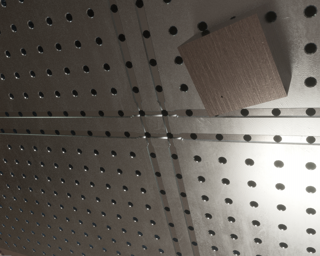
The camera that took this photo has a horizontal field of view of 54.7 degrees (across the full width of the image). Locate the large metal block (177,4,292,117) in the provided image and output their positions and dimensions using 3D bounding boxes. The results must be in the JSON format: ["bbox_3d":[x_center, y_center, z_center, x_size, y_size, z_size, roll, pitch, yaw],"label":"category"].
[{"bbox_3d":[0.077,-0.066,0.313,0.080,0.050,0.080,-15,111,34],"label":"large metal block"}]
